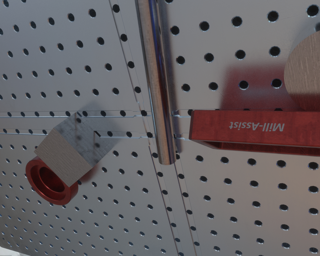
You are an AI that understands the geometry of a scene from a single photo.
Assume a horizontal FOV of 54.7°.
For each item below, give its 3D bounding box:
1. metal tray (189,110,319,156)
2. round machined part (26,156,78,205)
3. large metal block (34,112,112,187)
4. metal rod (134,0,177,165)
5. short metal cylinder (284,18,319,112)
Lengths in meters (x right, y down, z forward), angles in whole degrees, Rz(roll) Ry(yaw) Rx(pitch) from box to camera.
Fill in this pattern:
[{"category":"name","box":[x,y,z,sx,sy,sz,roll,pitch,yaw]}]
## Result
[{"category":"metal tray","box":[0.106,0.007,0.317,0.130,0.090,0.030,2,81,27]},{"category":"round machined part","box":[-0.185,0.086,0.551,0.098,0.042,0.097,13,124,21]},{"category":"large metal block","box":[-0.139,0.036,0.490,0.080,0.050,0.080,47,129,-5]},{"category":"metal rod","box":[-0.007,-0.085,0.362,0.025,0.025,0.298,6,122,25]},{"category":"short metal cylinder","box":[0.157,-0.056,0.278,0.080,0.050,0.079,13,124,21]}]
